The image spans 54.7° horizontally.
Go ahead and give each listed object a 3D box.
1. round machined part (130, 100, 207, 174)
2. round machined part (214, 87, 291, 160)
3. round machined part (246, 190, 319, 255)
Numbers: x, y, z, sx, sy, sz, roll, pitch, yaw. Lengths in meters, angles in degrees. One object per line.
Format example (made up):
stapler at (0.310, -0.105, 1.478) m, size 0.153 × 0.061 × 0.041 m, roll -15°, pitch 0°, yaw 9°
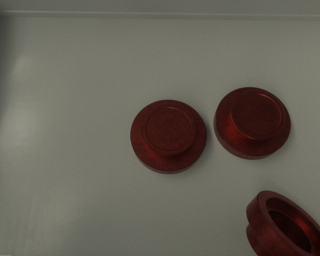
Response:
round machined part at (0.011, 0.007, 0.398) m, size 0.099 × 0.042 × 0.098 m, roll 0°, pitch 70°, yaw 0°
round machined part at (0.122, -0.011, 0.405) m, size 0.099 × 0.042 × 0.098 m, roll 0°, pitch 70°, yaw 0°
round machined part at (0.135, 0.119, 0.339) m, size 0.098 × 0.099 × 0.042 m, roll 38°, pitch 115°, yaw 13°
